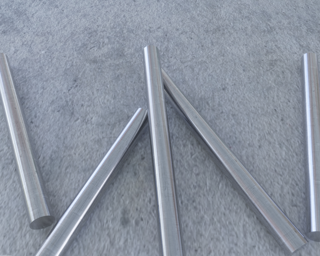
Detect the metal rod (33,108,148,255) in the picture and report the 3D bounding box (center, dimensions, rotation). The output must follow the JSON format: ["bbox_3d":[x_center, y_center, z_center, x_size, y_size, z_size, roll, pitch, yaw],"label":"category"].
[{"bbox_3d":[-0.085,0.087,0.329,0.025,0.025,0.301,20,53,15],"label":"metal rod"}]

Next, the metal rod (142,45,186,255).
[{"bbox_3d":[0.000,0.008,0.379,0.025,0.025,0.299,-4,55,-4],"label":"metal rod"}]

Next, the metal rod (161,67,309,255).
[{"bbox_3d":[0.065,0.018,0.388,0.025,0.025,0.300,-22,54,-18],"label":"metal rod"}]

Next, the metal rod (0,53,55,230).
[{"bbox_3d":[-0.187,-0.006,0.405,0.025,0.025,0.300,-21,53,-17],"label":"metal rod"}]

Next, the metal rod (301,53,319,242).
[{"bbox_3d":[0.201,-0.001,0.406,0.025,0.025,0.300,12,51,9],"label":"metal rod"}]
